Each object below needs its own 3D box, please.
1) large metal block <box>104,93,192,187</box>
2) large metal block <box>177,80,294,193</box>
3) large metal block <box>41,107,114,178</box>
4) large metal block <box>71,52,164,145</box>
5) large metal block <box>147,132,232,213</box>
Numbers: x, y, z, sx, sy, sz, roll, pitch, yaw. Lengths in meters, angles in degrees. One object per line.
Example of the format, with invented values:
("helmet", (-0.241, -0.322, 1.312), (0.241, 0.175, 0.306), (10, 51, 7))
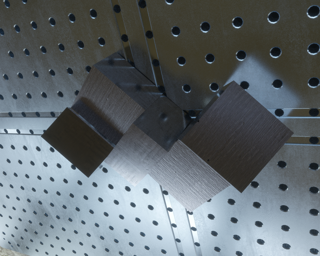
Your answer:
("large metal block", (-0.014, 0.014, 0.392), (0.050, 0.080, 0.080), (40, 129, -1))
("large metal block", (0.077, 0.009, 0.333), (0.080, 0.050, 0.080), (41, 89, -1))
("large metal block", (-0.104, 0.018, 0.433), (0.080, 0.080, 0.050), (41, 91, -1))
("large metal block", (-0.056, -0.036, 0.403), (0.080, 0.050, 0.080), (41, 131, -1))
("large metal block", (0.042, 0.050, 0.404), (0.080, 0.050, 0.080), (43, 129, 1))
